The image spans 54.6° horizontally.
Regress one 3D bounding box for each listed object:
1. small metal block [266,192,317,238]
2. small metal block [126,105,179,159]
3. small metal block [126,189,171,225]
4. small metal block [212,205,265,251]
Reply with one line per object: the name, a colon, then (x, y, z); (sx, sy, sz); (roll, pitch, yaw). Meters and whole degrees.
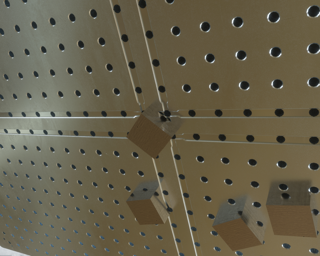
small metal block: (0.166, 0.109, 0.391); (0.050, 0.025, 0.050); (-8, 115, 31)
small metal block: (-0.010, 0.006, 0.421); (0.050, 0.025, 0.050); (38, 129, 2)
small metal block: (-0.019, 0.128, 0.501); (0.050, 0.025, 0.050); (-15, 111, 34)
small metal block: (0.112, 0.143, 0.441); (0.050, 0.025, 0.050); (-33, 100, 38)
